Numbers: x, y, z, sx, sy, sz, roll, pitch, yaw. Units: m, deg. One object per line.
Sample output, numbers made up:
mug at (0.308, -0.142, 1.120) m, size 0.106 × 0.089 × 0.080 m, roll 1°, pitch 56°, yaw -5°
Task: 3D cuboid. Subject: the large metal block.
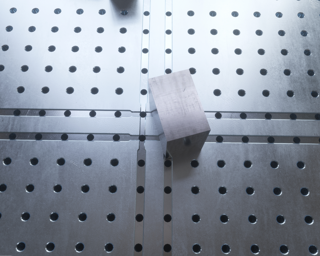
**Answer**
large metal block at (0.021, -0.014, 0.388) m, size 0.050 × 0.080 × 0.080 m, roll -15°, pitch 71°, yaw -6°
